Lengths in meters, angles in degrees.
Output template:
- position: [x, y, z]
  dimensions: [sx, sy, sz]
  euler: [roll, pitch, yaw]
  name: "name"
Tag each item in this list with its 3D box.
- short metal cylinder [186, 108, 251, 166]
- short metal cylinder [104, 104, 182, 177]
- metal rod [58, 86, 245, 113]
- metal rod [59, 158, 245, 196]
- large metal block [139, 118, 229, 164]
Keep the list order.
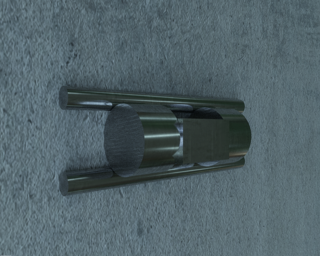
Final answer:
- position: [0.080, 0.012, 0.436]
  dimensions: [0.050, 0.080, 0.079]
  euler: [-1, 91, -40]
  name: "short metal cylinder"
- position: [-0.022, 0.013, 0.352]
  dimensions: [0.050, 0.080, 0.079]
  euler: [-1, 91, -40]
  name: "short metal cylinder"
- position: [0.015, -0.033, 0.419]
  dimensions: [0.302, 0.025, 0.025]
  euler: [-1, 91, -40]
  name: "metal rod"
- position: [0.015, 0.057, 0.419]
  dimensions: [0.302, 0.025, 0.025]
  euler: [-1, 91, -40]
  name: "metal rod"
- position: [0.030, 0.014, 0.392]
  dimensions: [0.081, 0.080, 0.050]
  euler: [0, 90, -40]
  name: "large metal block"
